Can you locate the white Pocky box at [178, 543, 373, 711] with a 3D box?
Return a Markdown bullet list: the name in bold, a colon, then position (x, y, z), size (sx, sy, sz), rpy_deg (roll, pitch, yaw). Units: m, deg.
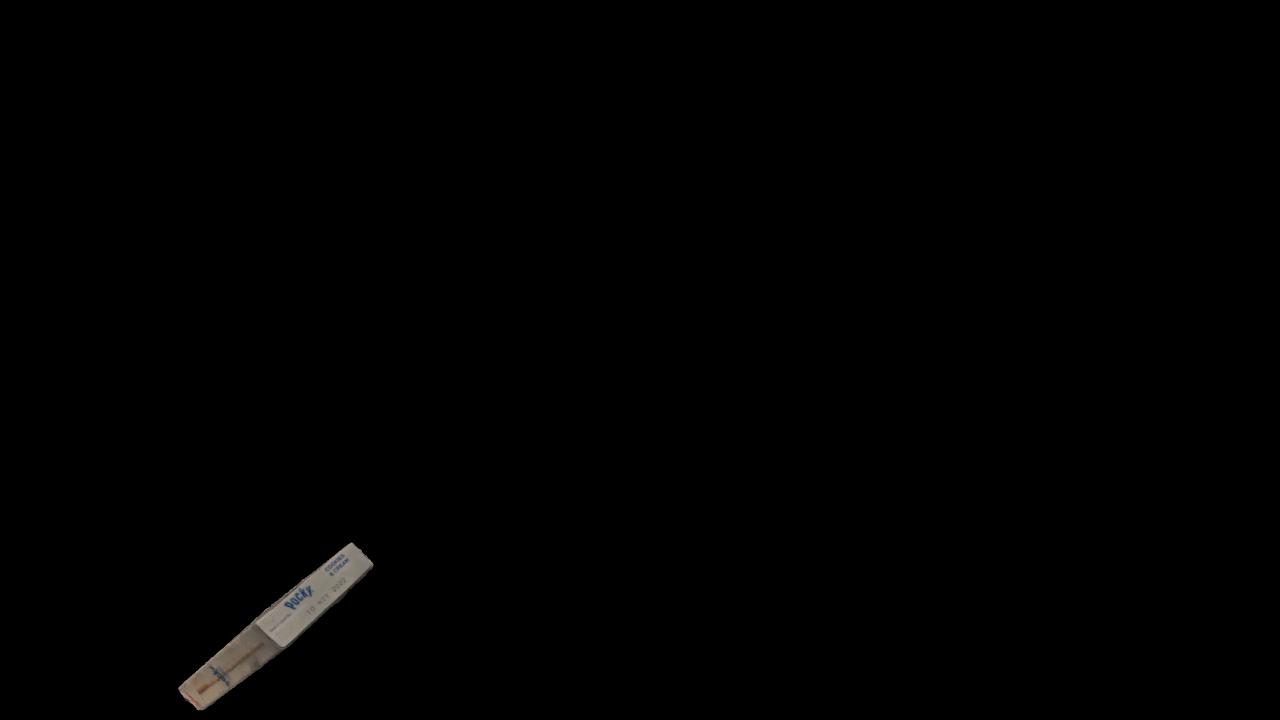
- **white Pocky box**: position (-0.266, 0.195, 0.449), size (0.154, 0.028, 0.084), rpy_deg (-37, 7, 30)
